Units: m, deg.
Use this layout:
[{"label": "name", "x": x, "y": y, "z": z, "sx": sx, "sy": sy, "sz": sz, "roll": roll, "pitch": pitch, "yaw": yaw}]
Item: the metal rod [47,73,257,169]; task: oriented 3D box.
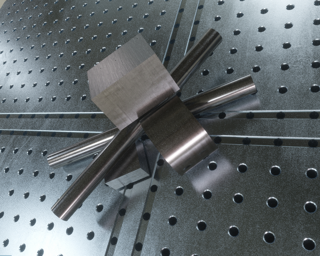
[{"label": "metal rod", "x": -0.022, "y": -0.003, "z": 0.417, "sx": 0.301, "sy": 0.025, "sz": 0.025, "roll": -21, "pitch": 54, "yaw": 15}]

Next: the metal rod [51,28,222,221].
[{"label": "metal rod", "x": -0.024, "y": -0.010, "z": 0.391, "sx": 0.025, "sy": 0.025, "sz": 0.300, "roll": 35, "pitch": 80, "yaw": 38}]

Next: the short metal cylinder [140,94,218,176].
[{"label": "short metal cylinder", "x": 0.021, "y": 0.007, "z": 0.353, "sx": 0.050, "sy": 0.080, "sz": 0.080, "roll": -38, "pitch": 51, "yaw": 4}]

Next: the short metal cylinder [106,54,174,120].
[{"label": "short metal cylinder", "x": -0.028, "y": -0.057, "z": 0.437, "sx": 0.080, "sy": 0.050, "sz": 0.080, "roll": -13, "pitch": 56, "yaw": 21}]

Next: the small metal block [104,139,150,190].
[{"label": "small metal block", "x": -0.046, "y": 0.044, "z": 0.400, "sx": 0.050, "sy": 0.025, "sz": 0.050, "roll": -25, "pitch": 53, "yaw": 13}]

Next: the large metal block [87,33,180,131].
[{"label": "large metal block", "x": -0.034, "y": -0.056, "z": 0.359, "sx": 0.080, "sy": 0.050, "sz": 0.080, "roll": -35, "pitch": 34, "yaw": 6}]
